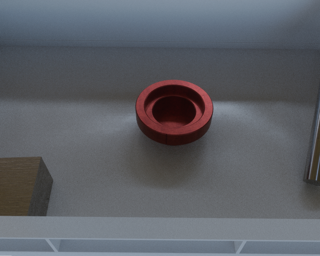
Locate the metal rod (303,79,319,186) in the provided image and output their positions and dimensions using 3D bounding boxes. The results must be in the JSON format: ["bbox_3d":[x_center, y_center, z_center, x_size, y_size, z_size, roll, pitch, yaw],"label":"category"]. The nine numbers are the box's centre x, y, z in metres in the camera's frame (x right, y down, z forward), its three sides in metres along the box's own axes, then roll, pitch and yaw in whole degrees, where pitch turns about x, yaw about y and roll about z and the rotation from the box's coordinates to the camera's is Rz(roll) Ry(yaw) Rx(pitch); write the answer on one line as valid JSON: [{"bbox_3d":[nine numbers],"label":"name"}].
[{"bbox_3d":[0.223,-0.073,0.400,0.025,0.025,0.299,15,73,11],"label":"metal rod"}]

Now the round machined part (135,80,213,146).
[{"bbox_3d":[0.018,-0.015,0.407,0.099,0.042,0.098,0,50,0],"label":"round machined part"}]

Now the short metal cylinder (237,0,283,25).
[{"bbox_3d":[0.193,-0.243,0.598,0.081,0.050,0.080,0,50,0],"label":"short metal cylinder"}]

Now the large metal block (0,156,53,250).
[{"bbox_3d":[-0.165,0.078,0.321,0.081,0.050,0.080,-2,50,-2],"label":"large metal block"}]
